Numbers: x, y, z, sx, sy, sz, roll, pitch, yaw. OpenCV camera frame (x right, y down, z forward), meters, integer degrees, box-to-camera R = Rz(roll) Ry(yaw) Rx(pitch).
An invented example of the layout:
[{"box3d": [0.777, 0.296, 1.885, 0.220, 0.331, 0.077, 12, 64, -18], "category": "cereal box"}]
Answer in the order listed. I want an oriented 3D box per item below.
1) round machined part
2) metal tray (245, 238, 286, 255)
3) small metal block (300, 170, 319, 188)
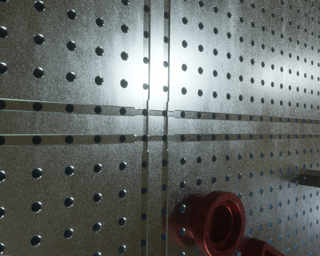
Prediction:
[{"box3d": [0.084, 0.144, 0.472, 0.099, 0.042, 0.097, 0, 90, -40], "category": "round machined part"}, {"box3d": [0.179, 0.278, 0.560, 0.090, 0.030, 0.130, 39, 66, -33], "category": "metal tray"}, {"box3d": [0.351, 0.113, 0.693, 0.050, 0.050, 0.025, -9, 96, -40], "category": "small metal block"}]
